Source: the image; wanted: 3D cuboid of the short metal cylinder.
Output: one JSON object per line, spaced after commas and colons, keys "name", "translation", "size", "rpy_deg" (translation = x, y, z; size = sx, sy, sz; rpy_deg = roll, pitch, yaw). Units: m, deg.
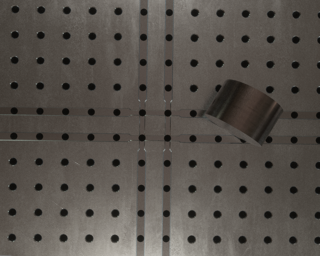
{"name": "short metal cylinder", "translation": [0.103, -0.018, 0.387], "size": [0.080, 0.080, 0.050], "rpy_deg": [31, 90, -1]}
